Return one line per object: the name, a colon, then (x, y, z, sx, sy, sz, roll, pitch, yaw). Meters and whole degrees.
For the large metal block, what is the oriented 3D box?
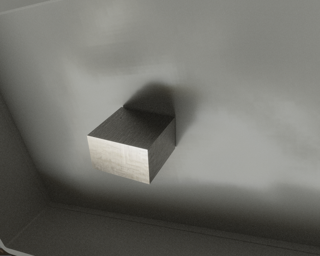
large metal block: (-0.033, 0.019, 0.397, 0.080, 0.080, 0.050, 12, 123, 21)
